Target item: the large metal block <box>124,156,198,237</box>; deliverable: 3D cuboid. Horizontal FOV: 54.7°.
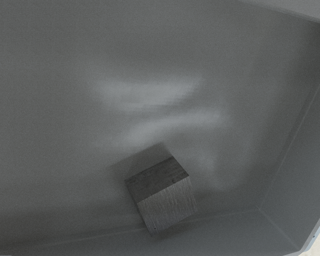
[{"bbox_3d":[0.003,0.101,0.459,0.080,0.050,0.080,-26,128,-13],"label":"large metal block"}]
